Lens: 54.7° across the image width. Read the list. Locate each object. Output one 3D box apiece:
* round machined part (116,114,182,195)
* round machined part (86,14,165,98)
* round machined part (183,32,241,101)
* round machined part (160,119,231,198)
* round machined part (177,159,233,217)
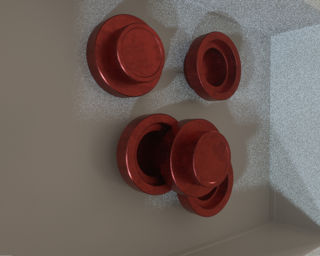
[{"bbox_3d":[-0.012,0.031,0.385,0.099,0.042,0.097,0,90,-40],"label":"round machined part"},{"bbox_3d":[-0.033,-0.086,0.368,0.099,0.042,0.097,0,90,-40],"label":"round machined part"},{"bbox_3d":[0.073,-0.088,0.456,0.099,0.042,0.097,0,90,-40],"label":"round machined part"},{"bbox_3d":[0.050,0.037,0.383,0.099,0.042,0.097,0,90,-40],"label":"round machined part"},{"bbox_3d":[0.058,0.074,0.444,0.099,0.042,0.097,0,90,-40],"label":"round machined part"}]
